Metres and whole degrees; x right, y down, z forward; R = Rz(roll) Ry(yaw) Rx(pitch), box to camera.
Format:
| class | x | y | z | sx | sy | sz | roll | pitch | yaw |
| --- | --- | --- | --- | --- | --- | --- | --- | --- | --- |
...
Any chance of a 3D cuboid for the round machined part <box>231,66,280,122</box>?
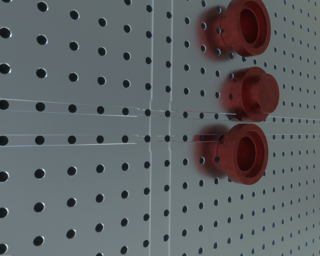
| class | x | y | z | sx | sy | sz | roll | pitch | yaw |
| --- | --- | --- | --- | --- | --- | --- | --- | --- | --- |
| round machined part | 0.171 | -0.058 | 0.540 | 0.099 | 0.042 | 0.097 | 0 | 90 | -40 |

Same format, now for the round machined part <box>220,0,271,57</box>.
| class | x | y | z | sx | sy | sz | roll | pitch | yaw |
| --- | --- | --- | --- | --- | --- | --- | --- | --- | --- |
| round machined part | 0.138 | -0.166 | 0.512 | 0.099 | 0.042 | 0.097 | 0 | 90 | -40 |

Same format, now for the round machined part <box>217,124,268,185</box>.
| class | x | y | z | sx | sy | sz | roll | pitch | yaw |
| --- | --- | --- | --- | --- | --- | --- | --- | --- | --- |
| round machined part | 0.132 | 0.042 | 0.507 | 0.099 | 0.042 | 0.097 | 0 | 90 | -40 |
